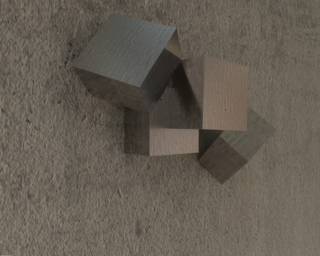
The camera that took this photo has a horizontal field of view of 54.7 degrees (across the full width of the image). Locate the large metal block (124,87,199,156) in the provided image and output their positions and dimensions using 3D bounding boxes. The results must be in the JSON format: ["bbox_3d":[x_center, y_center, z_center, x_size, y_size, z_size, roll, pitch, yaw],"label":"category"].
[{"bbox_3d":[0.003,-0.008,0.392,0.081,0.050,0.079,0,90,-40],"label":"large metal block"}]

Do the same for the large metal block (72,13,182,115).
[{"bbox_3d":[-0.032,-0.071,0.336,0.080,0.080,0.050,-61,158,-22],"label":"large metal block"}]

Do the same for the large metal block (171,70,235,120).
[{"bbox_3d":[0.063,-0.049,0.446,0.081,0.050,0.079,0,90,-40],"label":"large metal block"}]

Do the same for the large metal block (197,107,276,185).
[{"bbox_3d":[0.112,0.027,0.458,0.050,0.080,0.080,44,56,12],"label":"large metal block"}]

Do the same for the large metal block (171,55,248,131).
[{"bbox_3d":[0.061,-0.037,0.375,0.081,0.050,0.079,3,88,-40],"label":"large metal block"}]
